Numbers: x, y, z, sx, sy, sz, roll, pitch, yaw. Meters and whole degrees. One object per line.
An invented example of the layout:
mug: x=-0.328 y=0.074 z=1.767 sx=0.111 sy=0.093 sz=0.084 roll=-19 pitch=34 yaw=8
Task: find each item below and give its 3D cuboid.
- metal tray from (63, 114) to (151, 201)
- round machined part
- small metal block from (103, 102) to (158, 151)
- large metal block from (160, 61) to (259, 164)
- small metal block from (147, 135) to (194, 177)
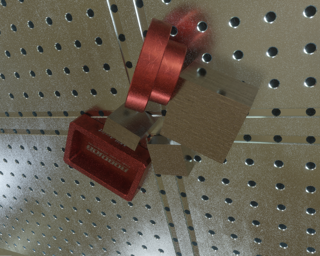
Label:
metal tray: x=-0.082 y=0.047 z=0.477 sx=0.130 sy=0.030 sz=0.089 roll=29 pitch=128 yaw=9
round machined part: x=-0.003 y=-0.062 z=0.330 sx=0.042 sy=0.098 sz=0.097 roll=18 pitch=128 yaw=-6
small metal block: x=-0.039 y=-0.004 z=0.412 sx=0.050 sy=0.050 sz=0.025 roll=32 pitch=128 yaw=7
large metal block: x=0.055 y=-0.018 z=0.354 sx=0.080 sy=0.050 sz=0.079 roll=26 pitch=127 yaw=12
small metal block: x=0.015 y=0.037 z=0.425 sx=0.050 sy=0.025 sz=0.050 roll=0 pitch=119 yaw=28
